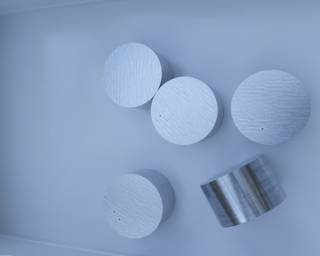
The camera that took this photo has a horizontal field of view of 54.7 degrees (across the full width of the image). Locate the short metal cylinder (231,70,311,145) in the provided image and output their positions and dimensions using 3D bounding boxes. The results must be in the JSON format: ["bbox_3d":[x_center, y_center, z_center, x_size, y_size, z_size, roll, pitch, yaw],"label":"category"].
[{"bbox_3d":[0.125,-0.022,0.353,0.080,0.050,0.079,0,90,19],"label":"short metal cylinder"}]

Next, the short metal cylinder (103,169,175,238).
[{"bbox_3d":[-0.026,0.096,0.406,0.080,0.050,0.079,0,90,19],"label":"short metal cylinder"}]

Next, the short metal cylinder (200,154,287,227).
[{"bbox_3d":[0.092,0.069,0.349,0.080,0.080,0.050,-30,81,17],"label":"short metal cylinder"}]

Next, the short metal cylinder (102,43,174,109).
[{"bbox_3d":[-0.027,-0.065,0.406,0.080,0.050,0.079,0,90,19],"label":"short metal cylinder"}]

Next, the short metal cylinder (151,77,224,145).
[{"bbox_3d":[0.035,-0.020,0.384,0.080,0.050,0.079,0,90,19],"label":"short metal cylinder"}]
